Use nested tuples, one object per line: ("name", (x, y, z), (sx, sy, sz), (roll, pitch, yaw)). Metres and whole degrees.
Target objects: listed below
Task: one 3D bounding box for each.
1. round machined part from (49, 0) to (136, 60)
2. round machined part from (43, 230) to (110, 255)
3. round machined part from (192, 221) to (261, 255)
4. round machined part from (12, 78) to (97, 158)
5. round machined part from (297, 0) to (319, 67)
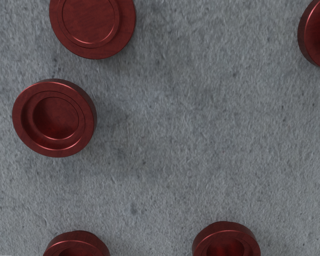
("round machined part", (-0.077, -0.127, 0.353), (0.099, 0.042, 0.097), (0, 110, -1))
("round machined part", (-0.125, 0.197, 0.472), (0.099, 0.042, 0.097), (0, 110, -1))
("round machined part", (0.097, 0.182, 0.469), (0.099, 0.042, 0.097), (0, 110, -1))
("round machined part", (-0.129, -0.015, 0.393), (0.099, 0.042, 0.097), (0, 110, -1))
("round machined part", (0.219, -0.114, 0.362), (0.099, 0.042, 0.097), (0, 110, -1))
